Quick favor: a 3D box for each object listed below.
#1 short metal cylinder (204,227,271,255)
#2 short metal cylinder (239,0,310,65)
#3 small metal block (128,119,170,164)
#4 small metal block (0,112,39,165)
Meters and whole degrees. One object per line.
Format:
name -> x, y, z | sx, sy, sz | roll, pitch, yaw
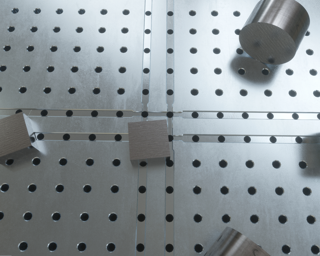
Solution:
short metal cylinder -> 0.088, 0.152, 0.328 | 0.080, 0.080, 0.050 | 39, 75, 13
short metal cylinder -> 0.159, -0.135, 0.433 | 0.080, 0.080, 0.050 | 28, 73, 10
small metal block -> -0.014, 0.018, 0.405 | 0.050, 0.025, 0.050 | -5, 70, -2
small metal block -> -0.194, 0.013, 0.405 | 0.050, 0.025, 0.050 | -21, 72, -8
